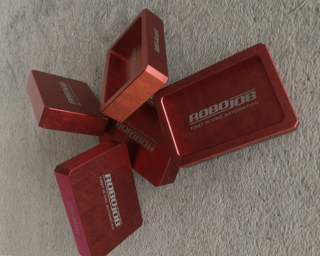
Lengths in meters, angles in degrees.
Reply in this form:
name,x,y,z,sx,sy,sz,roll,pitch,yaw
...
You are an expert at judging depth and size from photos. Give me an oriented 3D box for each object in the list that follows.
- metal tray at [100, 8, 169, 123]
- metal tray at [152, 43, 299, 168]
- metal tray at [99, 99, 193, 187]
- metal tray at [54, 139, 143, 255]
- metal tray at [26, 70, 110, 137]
name,x,y,z,sx,sy,sz,roll,pitch,yaw
metal tray,-0.034,-0.081,0.391,0.090,0.030,0.130,-38,38,33
metal tray,0.065,-0.019,0.327,0.130,0.030,0.090,-23,75,22
metal tray,-0.023,0.008,0.420,0.130,0.030,0.089,32,110,35
metal tray,-0.073,0.091,0.396,0.030,0.091,0.129,7,115,40
metal tray,-0.138,-0.038,0.455,0.130,0.091,0.030,48,120,48
